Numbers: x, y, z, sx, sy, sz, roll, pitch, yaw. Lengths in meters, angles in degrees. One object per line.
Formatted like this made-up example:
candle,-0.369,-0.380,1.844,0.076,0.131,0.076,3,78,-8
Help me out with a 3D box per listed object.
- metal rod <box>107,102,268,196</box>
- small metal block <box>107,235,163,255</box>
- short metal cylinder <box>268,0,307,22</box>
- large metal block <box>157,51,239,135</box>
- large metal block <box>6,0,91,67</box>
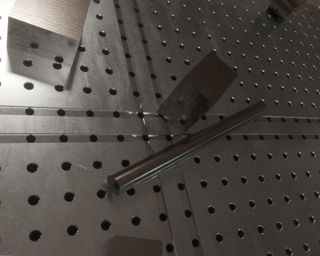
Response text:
metal rod,0.060,0.015,0.432,0.302,0.025,0.025,-23,75,-37
small metal block,-0.026,0.139,0.311,0.050,0.025,0.050,15,56,-20
short metal cylinder,0.301,-0.295,0.718,0.050,0.080,0.081,49,51,5
large metal block,0.052,-0.049,0.432,0.050,0.080,0.080,42,51,0
large metal block,-0.142,-0.137,0.400,0.081,0.050,0.080,16,55,-20
